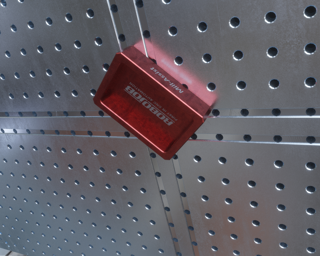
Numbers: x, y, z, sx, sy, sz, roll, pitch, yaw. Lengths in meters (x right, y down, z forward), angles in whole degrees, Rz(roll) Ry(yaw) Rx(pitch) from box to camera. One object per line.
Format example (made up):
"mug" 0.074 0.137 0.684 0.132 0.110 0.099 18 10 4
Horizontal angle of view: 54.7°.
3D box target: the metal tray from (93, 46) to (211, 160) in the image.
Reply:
"metal tray" -0.013 -0.029 0.395 0.130 0.030 0.089 39 129 1
